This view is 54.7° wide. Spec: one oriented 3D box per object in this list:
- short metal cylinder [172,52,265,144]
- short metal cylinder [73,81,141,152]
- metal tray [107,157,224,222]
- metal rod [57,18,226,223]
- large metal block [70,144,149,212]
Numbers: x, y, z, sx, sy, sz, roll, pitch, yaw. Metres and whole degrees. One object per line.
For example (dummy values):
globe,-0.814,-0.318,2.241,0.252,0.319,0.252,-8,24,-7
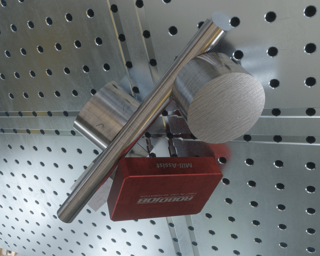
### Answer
short metal cylinder,0.058,-0.031,0.319,0.081,0.050,0.079,-9,126,-12
short metal cylinder,-0.064,-0.014,0.399,0.050,0.080,0.080,40,129,1
metal tray,0.005,0.078,0.401,0.131,0.030,0.089,2,131,-23
metal rod,-0.033,0.005,0.361,0.025,0.025,0.299,40,108,1
large metal block,-0.073,0.063,0.450,0.050,0.080,0.080,43,129,-2
